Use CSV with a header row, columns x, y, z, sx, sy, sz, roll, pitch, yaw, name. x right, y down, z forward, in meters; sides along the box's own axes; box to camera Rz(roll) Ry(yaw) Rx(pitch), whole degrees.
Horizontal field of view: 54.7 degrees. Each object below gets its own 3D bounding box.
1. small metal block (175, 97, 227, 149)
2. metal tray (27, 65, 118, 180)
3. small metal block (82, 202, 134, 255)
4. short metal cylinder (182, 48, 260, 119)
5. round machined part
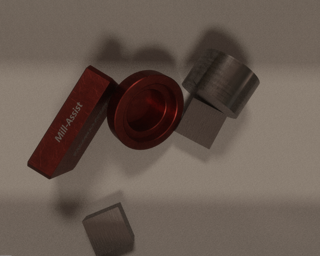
x,y,z,sx,sy,sz,roll,pitch,yaw,name
0.053,-0.006,0.412,0.050,0.025,0.050,28,90,-1,small metal block
-0.097,-0.006,0.377,0.030,0.090,0.130,32,90,1,metal tray
-0.068,0.134,0.411,0.050,0.025,0.050,-23,90,-1,small metal block
0.074,-0.054,0.385,0.080,0.080,0.050,33,90,-1,short metal cylinder
-0.022,-0.025,0.386,0.099,0.042,0.097,-19,124,-29,round machined part
